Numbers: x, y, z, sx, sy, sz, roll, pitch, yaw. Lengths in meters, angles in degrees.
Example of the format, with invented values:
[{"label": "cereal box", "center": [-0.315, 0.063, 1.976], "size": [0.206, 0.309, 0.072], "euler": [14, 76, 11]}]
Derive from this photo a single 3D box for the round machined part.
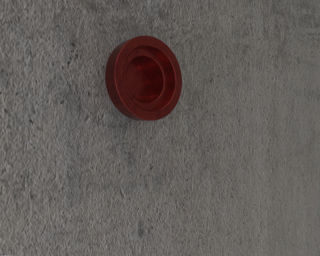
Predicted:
[{"label": "round machined part", "center": [-0.023, -0.057, 0.373], "size": [0.099, 0.042, 0.097], "euler": [0, 90, -40]}]
